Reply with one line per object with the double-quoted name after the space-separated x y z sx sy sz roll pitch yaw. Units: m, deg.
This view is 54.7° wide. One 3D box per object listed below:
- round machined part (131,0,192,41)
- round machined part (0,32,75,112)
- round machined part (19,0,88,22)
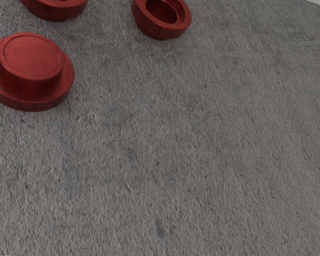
-0.001 -0.182 0.503 0.099 0.042 0.098 14 56 -21 "round machined part"
-0.148 -0.071 0.356 0.099 0.042 0.098 14 56 -21 "round machined part"
-0.150 -0.186 0.426 0.099 0.042 0.098 14 56 -21 "round machined part"
